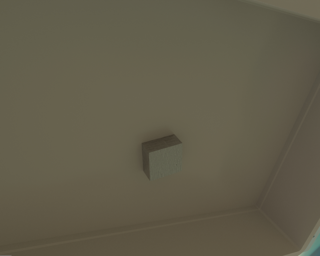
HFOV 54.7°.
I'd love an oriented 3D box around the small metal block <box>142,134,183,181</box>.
[{"bbox_3d":[0.003,0.042,0.438,0.050,0.025,0.050,-15,125,-21],"label":"small metal block"}]
